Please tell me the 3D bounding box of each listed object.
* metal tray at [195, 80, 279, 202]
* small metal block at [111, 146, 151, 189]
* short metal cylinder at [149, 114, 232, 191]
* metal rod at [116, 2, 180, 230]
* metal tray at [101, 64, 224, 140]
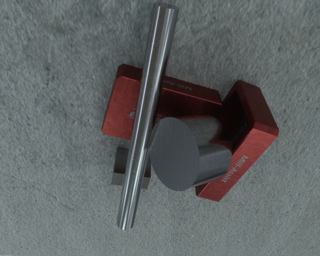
[{"bbox_3d":[0.084,0.018,0.382,0.030,0.090,0.129,18,128,-15],"label":"metal tray"},{"bbox_3d":[-0.040,0.056,0.439,0.050,0.050,0.025,10,129,-9],"label":"small metal block"},{"bbox_3d":[0.032,0.025,0.347,0.050,0.080,0.079,-7,140,-39],"label":"short metal cylinder"},{"bbox_3d":[-0.022,0.010,0.366,0.025,0.025,0.298,8,121,-7],"label":"metal rod"},{"bbox_3d":[0.001,-0.019,0.388,0.131,0.030,0.089,14,129,-12],"label":"metal tray"}]
